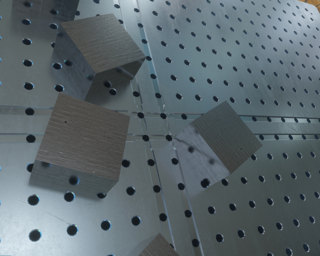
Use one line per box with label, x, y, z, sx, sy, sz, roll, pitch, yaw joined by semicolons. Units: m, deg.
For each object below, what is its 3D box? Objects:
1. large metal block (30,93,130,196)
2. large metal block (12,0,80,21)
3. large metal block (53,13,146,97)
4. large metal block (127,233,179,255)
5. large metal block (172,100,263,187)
large metal block;-0.084;0.019;0.336;0.081;0.050;0.080;19;54;-18
large metal block;-0.158;-0.202;0.431;0.081;0.050;0.080;5;59;-26
large metal block;-0.080;-0.098;0.410;0.081;0.050;0.080;-28;78;-38
large metal block;-0.010;0.161;0.290;0.080;0.050;0.081;49;51;6
large metal block;0.079;0.020;0.424;0.081;0.050;0.080;-30;79;-38
